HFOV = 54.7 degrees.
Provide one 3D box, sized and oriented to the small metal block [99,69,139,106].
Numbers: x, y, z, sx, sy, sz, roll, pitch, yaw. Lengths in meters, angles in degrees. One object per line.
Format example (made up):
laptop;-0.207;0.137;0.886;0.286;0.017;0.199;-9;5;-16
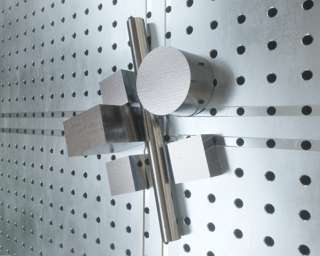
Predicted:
small metal block;-0.060;-0.052;0.456;0.050;0.025;0.050;-22;76;37

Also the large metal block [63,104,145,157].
large metal block;-0.074;0.005;0.430;0.080;0.081;0.050;-19;78;38

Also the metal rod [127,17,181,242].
metal rod;-0.010;-0.004;0.415;0.025;0.025;0.298;-16;80;38

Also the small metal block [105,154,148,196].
small metal block;-0.049;0.068;0.447;0.050;0.025;0.050;-20;78;38

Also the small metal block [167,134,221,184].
small metal block;0.041;0.037;0.374;0.050;0.025;0.050;-19;78;38

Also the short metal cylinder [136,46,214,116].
short metal cylinder;0.018;-0.055;0.376;0.080;0.050;0.079;0;90;39
